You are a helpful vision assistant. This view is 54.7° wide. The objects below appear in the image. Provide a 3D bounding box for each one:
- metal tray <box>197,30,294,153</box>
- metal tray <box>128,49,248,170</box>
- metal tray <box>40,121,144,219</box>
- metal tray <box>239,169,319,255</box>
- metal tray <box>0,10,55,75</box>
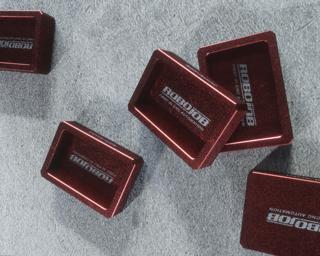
[{"bbox_3d":[0.100,-0.040,0.370,0.090,0.030,0.129,-10,87,19],"label":"metal tray"},{"bbox_3d":[0.027,-0.025,0.372,0.130,0.030,0.089,42,116,28],"label":"metal tray"},{"bbox_3d":[-0.098,0.056,0.440,0.130,0.030,0.090,26,99,18],"label":"metal tray"},{"bbox_3d":[0.162,0.101,0.349,0.130,0.030,0.089,7,92,19],"label":"metal tray"},{"bbox_3d":[-0.232,-0.135,0.488,0.130,0.030,0.089,8,93,19],"label":"metal tray"}]
